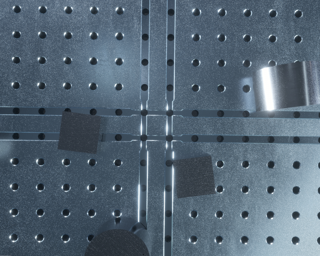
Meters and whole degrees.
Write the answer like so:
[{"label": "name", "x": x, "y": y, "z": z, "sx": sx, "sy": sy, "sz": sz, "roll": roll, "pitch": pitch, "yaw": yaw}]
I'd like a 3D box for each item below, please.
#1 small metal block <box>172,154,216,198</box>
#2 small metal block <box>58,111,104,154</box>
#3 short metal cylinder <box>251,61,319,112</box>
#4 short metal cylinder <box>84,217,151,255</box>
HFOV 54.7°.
[{"label": "small metal block", "x": 0.045, "y": 0.063, "z": 0.414, "sx": 0.050, "sy": 0.025, "sz": 0.050, "roll": -7, "pitch": 90, "yaw": 0}, {"label": "small metal block", "x": -0.104, "y": 0.006, "z": 0.412, "sx": 0.050, "sy": 0.025, "sz": 0.050, "roll": 7, "pitch": 90, "yaw": 0}, {"label": "short metal cylinder", "x": 0.159, "y": -0.050, "z": 0.387, "sx": 0.080, "sy": 0.080, "sz": 0.050, "roll": -7, "pitch": 90, "yaw": 0}, {"label": "short metal cylinder", "x": -0.052, "y": 0.162, "z": 0.400, "sx": 0.081, "sy": 0.050, "sz": 0.079, "roll": 0, "pitch": 90, "yaw": 0}]
